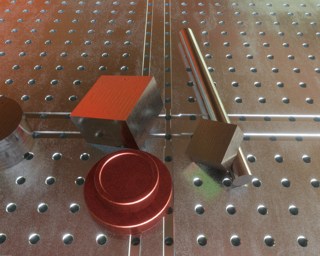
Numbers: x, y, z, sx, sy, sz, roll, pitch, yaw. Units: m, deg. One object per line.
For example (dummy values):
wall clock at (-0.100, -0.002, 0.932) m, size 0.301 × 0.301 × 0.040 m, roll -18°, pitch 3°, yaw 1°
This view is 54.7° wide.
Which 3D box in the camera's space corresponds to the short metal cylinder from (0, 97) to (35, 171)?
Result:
short metal cylinder at (-0.204, 0.007, 0.383) m, size 0.081 × 0.050 × 0.080 m, roll 0°, pitch 50°, yaw 0°

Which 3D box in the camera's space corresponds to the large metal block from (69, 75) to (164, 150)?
large metal block at (-0.052, -0.023, 0.396) m, size 0.080 × 0.050 × 0.080 m, roll 6°, pitch 48°, yaw 26°

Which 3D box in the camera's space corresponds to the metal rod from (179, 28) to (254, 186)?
metal rod at (0.071, -0.053, 0.452) m, size 0.025 × 0.025 × 0.300 m, roll -7°, pitch 50°, yaw -7°

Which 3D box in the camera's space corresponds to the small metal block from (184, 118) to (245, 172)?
small metal block at (0.065, 0.020, 0.371) m, size 0.050 × 0.025 × 0.050 m, roll 13°, pitch 69°, yaw 40°

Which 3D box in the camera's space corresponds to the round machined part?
round machined part at (-0.036, 0.063, 0.344) m, size 0.099 × 0.042 × 0.098 m, roll 0°, pitch 50°, yaw 0°
